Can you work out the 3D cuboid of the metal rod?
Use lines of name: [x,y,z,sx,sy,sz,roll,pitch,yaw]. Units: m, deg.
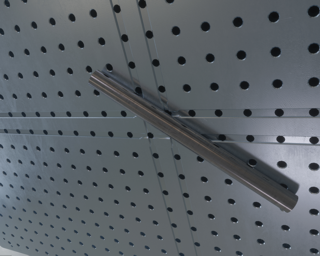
metal rod: [0.037,0.013,0.399,0.301,0.025,0.025,33,129,6]
